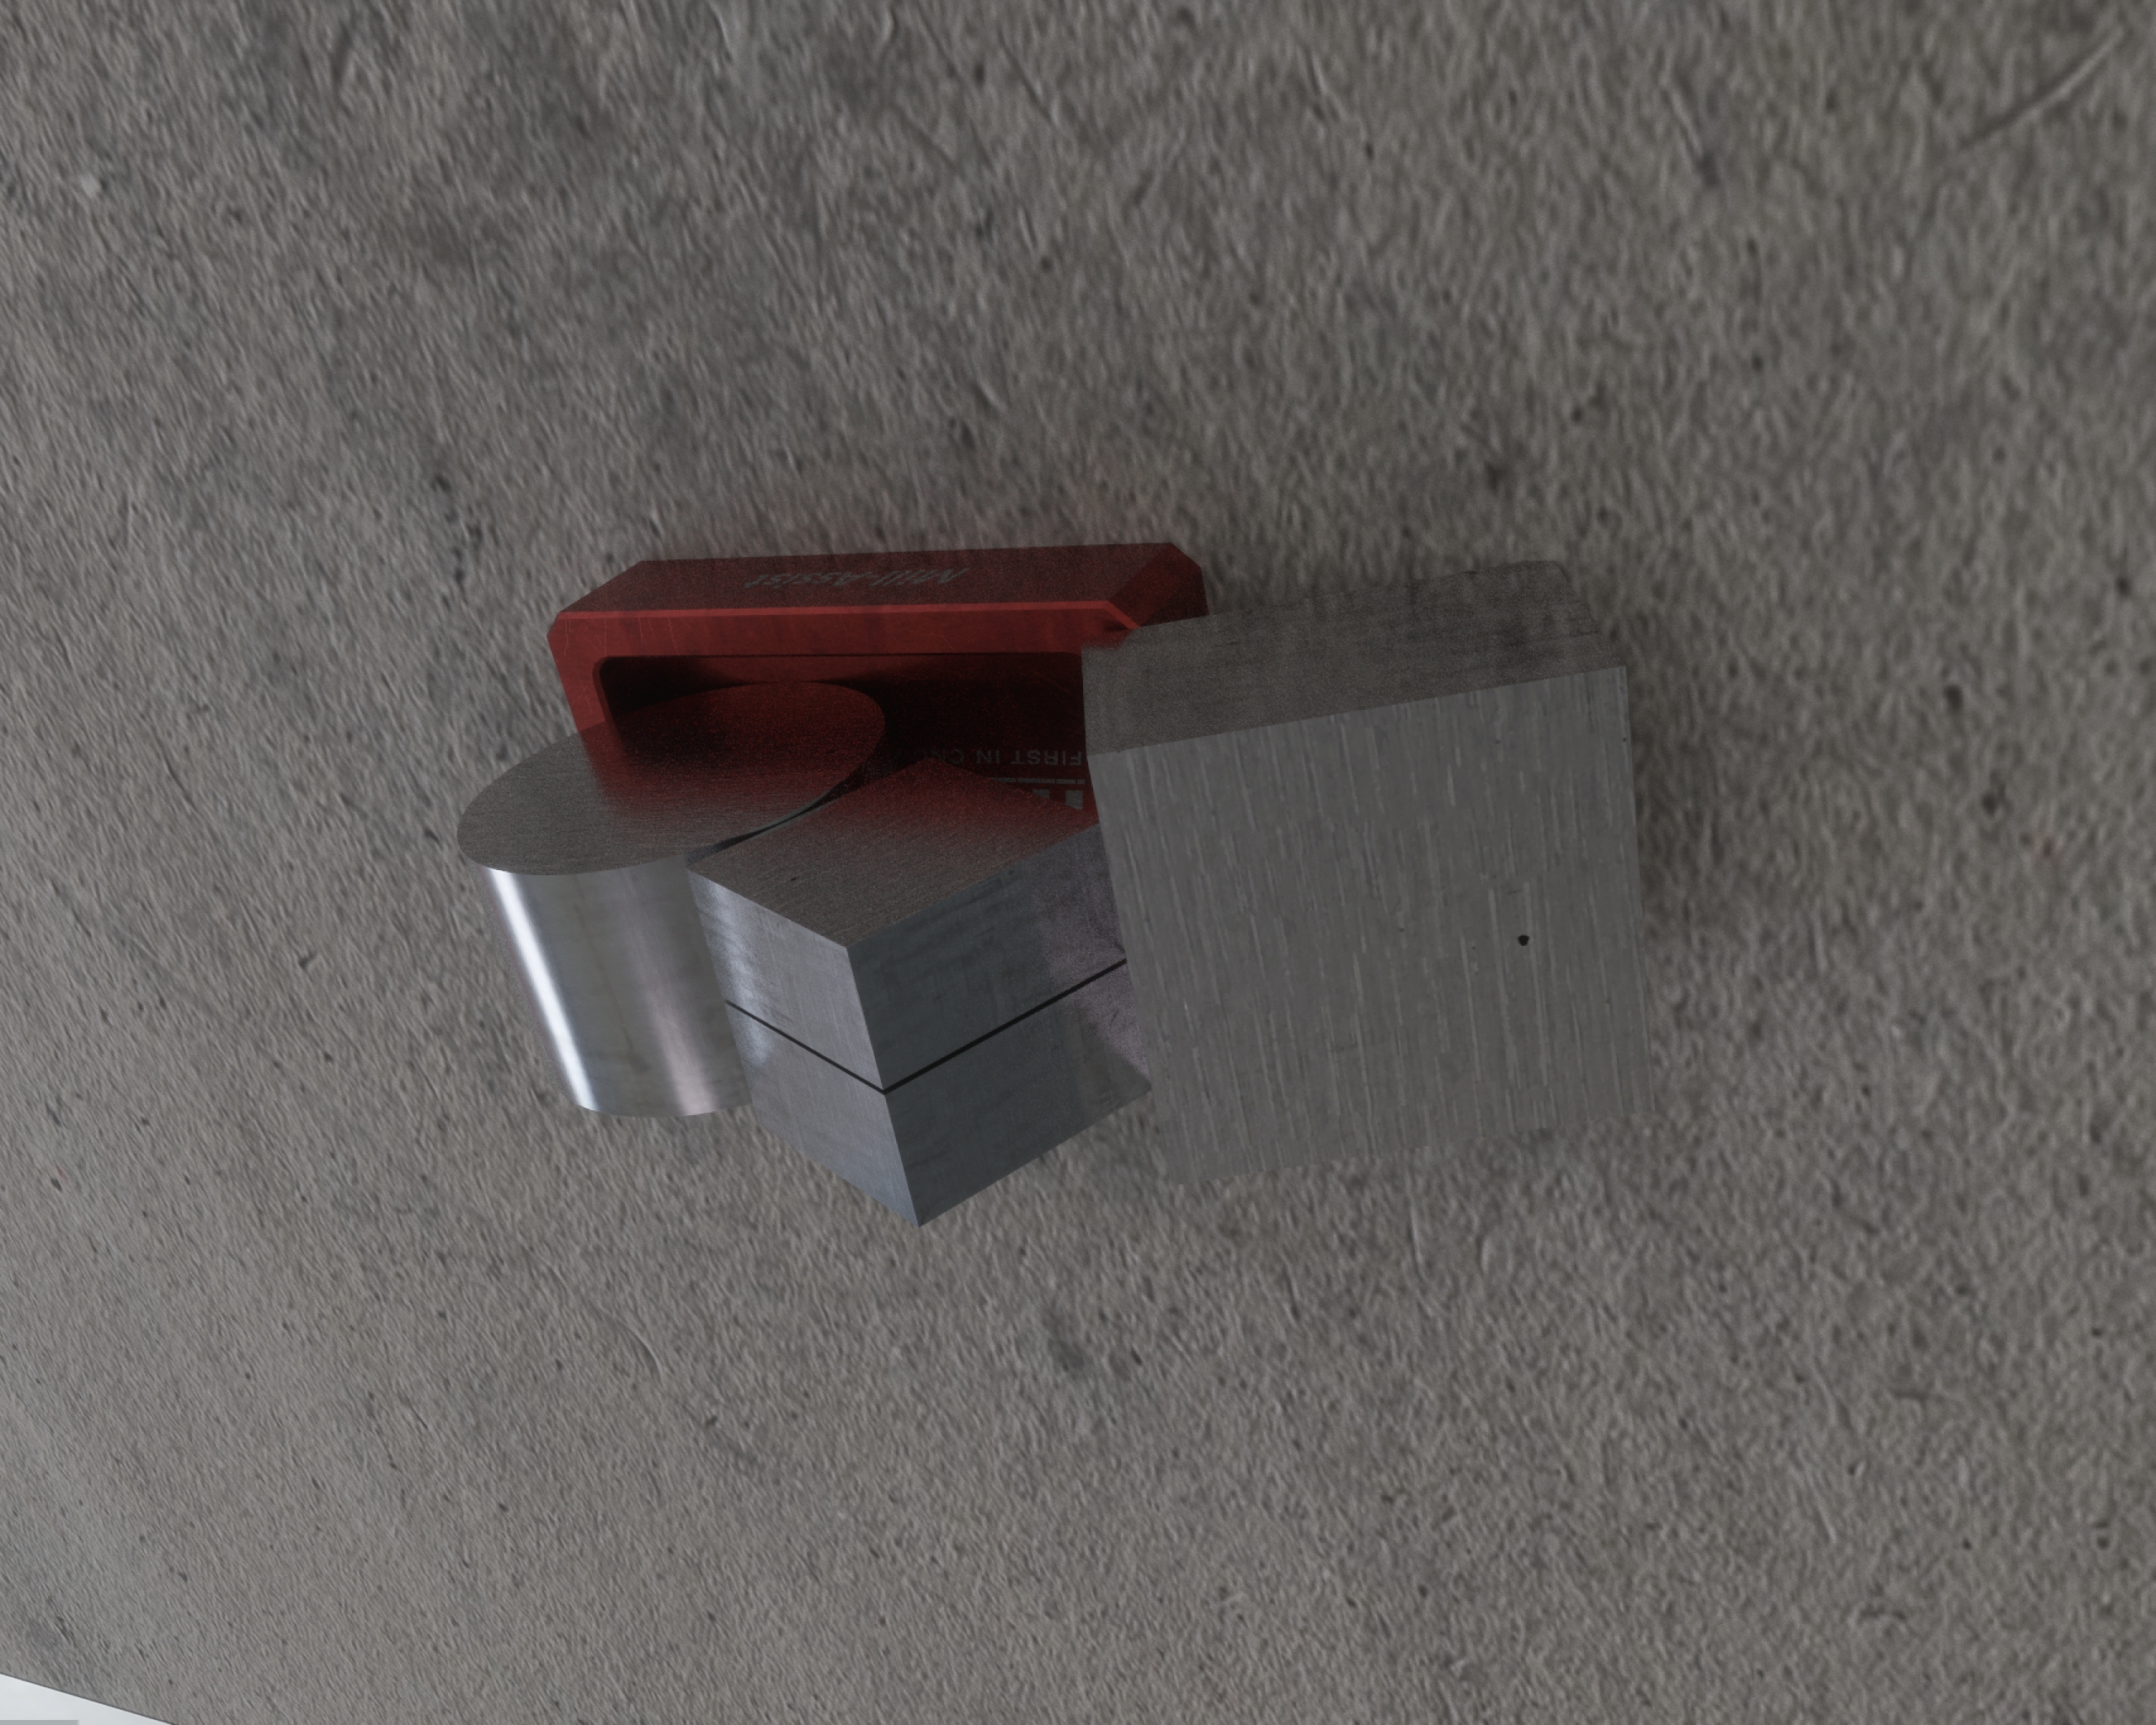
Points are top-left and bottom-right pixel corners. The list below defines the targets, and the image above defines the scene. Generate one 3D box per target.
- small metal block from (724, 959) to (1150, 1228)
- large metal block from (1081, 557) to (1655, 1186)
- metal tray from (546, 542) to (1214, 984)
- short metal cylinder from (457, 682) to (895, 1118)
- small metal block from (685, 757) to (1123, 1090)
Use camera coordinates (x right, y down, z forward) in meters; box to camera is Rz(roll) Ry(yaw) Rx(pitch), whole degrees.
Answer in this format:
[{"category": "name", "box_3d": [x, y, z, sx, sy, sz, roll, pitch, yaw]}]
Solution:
[{"category": "small metal block", "box_3d": [-0.023, 0.031, 0.355, 0.050, 0.050, 0.025, 21, 130, 49]}, {"category": "large metal block", "box_3d": [0.048, 0.001, 0.349, 0.080, 0.050, 0.079, -10, 117, 3]}, {"category": "metal tray", "box_3d": [-0.034, -0.014, 0.414, 0.130, 0.030, 0.089, 2, 120, 27]}, {"category": "short metal cylinder", "box_3d": [-0.070, 0.005, 0.396, 0.080, 0.080, 0.050, 1, 119, 27]}, {"category": "small metal block", "box_3d": [-0.028, 0.008, 0.344, 0.050, 0.050, 0.025, 21, 130, 49]}]
